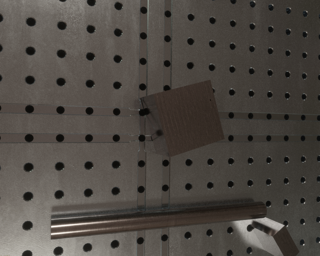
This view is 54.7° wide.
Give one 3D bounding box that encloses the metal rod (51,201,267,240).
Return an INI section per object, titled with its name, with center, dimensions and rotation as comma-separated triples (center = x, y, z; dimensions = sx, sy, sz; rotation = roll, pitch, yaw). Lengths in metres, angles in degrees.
[metal rod]
center = 0.013, 0.122, 0.418
dimensions = 0.303, 0.025, 0.025
rotation = 1, 90, -21

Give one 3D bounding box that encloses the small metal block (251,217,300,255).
[small metal block]
center = 0.172, 0.166, 0.465
dimensions = 0.025, 0.050, 0.050
rotation = -35, 102, -17

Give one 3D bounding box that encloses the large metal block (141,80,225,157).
[large metal block]
center = 0.030, -0.013, 0.412
dimensions = 0.081, 0.050, 0.080
rotation = -17, 96, -20
